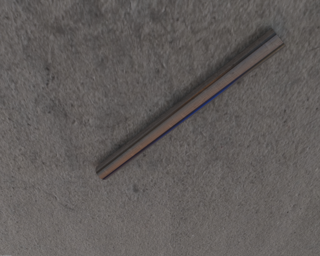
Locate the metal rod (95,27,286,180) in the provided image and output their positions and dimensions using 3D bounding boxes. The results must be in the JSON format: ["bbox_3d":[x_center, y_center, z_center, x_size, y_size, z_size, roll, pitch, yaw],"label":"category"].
[{"bbox_3d":[0.020,-0.015,0.394,0.025,0.025,0.299,37,121,-28],"label":"metal rod"}]
